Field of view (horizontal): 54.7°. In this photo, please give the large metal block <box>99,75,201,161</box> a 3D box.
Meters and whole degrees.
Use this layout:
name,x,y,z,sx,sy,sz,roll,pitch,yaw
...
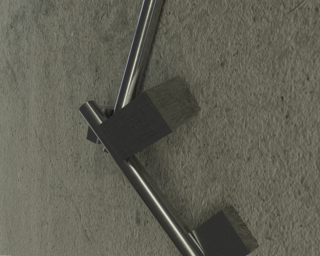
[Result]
name,x,y,z,sx,sy,sz,roll,pitch,yaw
large metal block,-0.010,-0.013,0.368,0.080,0.080,0.050,-32,92,35

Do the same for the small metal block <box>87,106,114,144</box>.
name,x,y,z,sx,sy,sz,roll,pitch,yaw
small metal block,-0.074,-0.005,0.446,0.025,0.050,0.050,19,102,43

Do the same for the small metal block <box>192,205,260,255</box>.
name,x,y,z,sx,sy,sz,roll,pitch,yaw
small metal block,0.072,0.123,0.344,0.050,0.025,0.050,-47,63,29

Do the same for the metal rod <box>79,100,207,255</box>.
name,x,y,z,sx,sy,sz,roll,pitch,yaw
metal rod,-0.007,0.086,0.373,0.300,0.025,0.025,52,121,14

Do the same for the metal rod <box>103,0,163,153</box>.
name,x,y,z,sx,sy,sz,roll,pitch,yaw
metal rod,-0.025,-0.108,0.410,0.025,0.025,0.298,22,100,37
